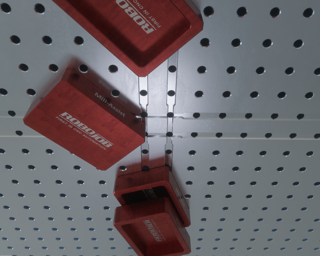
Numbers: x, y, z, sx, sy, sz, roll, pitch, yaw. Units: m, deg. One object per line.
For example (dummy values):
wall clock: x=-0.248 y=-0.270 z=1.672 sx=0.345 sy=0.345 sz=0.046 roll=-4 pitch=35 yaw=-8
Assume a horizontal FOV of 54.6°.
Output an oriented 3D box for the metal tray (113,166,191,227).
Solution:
metal tray: x=-0.010 y=0.124 z=0.513 sx=0.090 sy=0.030 sz=0.130 roll=-15 pitch=129 yaw=12

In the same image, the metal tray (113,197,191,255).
metal tray: x=-0.009 y=0.171 z=0.512 sx=0.090 sy=0.030 sz=0.130 roll=-15 pitch=129 yaw=12

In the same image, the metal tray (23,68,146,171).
metal tray: x=-0.094 y=-0.005 z=0.403 sx=0.090 sy=0.030 sz=0.130 roll=-37 pitch=122 yaw=27

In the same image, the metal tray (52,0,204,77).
metal tray: x=-0.031 y=-0.122 z=0.304 sx=0.090 sy=0.030 sz=0.130 roll=-35 pitch=122 yaw=26
